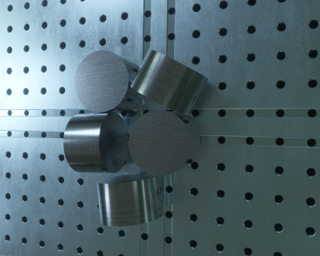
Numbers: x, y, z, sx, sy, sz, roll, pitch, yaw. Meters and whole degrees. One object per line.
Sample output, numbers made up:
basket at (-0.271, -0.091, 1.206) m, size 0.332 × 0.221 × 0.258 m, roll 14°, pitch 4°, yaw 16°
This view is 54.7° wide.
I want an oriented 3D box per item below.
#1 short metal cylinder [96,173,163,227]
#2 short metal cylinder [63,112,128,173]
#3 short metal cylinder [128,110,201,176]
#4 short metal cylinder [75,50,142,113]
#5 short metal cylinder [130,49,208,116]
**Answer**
short metal cylinder at (-0.038, 0.089, 0.396) m, size 0.080 × 0.080 × 0.050 m, roll -7°, pitch 88°, yaw 20°
short metal cylinder at (-0.083, 0.019, 0.413) m, size 0.050 × 0.080 × 0.080 m, roll -2°, pitch 89°, yaw 19°
short metal cylinder at (0.007, 0.018, 0.397) m, size 0.080 × 0.050 × 0.079 m, roll 0°, pitch 91°, yaw 19°
short metal cylinder at (-0.068, -0.060, 0.423) m, size 0.080 × 0.050 × 0.079 m, roll 0°, pitch 90°, yaw 21°
short metal cylinder at (0.011, -0.056, 0.379) m, size 0.080 × 0.080 × 0.050 m, roll 30°, pitch 99°, yaw 17°
